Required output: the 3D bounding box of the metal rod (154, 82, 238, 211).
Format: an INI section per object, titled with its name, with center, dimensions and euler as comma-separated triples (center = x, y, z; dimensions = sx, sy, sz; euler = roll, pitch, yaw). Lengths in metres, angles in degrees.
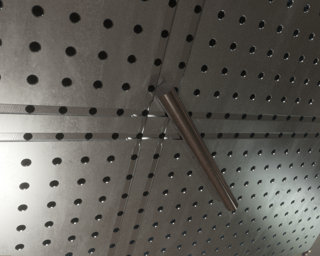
[metal rod]
center = 0.069, 0.048, 0.480
dimensions = 0.025, 0.025, 0.299
euler = -37, 130, -4
